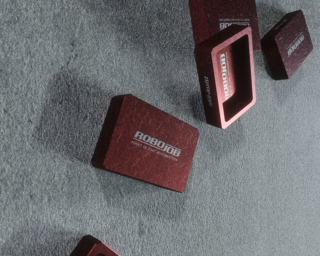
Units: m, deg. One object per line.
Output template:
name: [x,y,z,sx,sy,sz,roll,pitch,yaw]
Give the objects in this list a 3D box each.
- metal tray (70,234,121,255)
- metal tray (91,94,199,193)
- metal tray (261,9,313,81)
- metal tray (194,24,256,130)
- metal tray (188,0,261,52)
metal tray: [-0.061,0.194,0.350,0.130,0.030,0.090,50,61,-28]
metal tray: [-0.012,0.023,0.391,0.131,0.030,0.090,25,74,-37]
metal tray: [0.255,-0.165,0.614,0.131,0.030,0.090,-44,117,-31]
metal tray: [0.100,-0.074,0.456,0.091,0.030,0.129,-36,128,-28]
metal tray: [0.107,-0.161,0.490,0.131,0.030,0.089,-17,101,-39]
